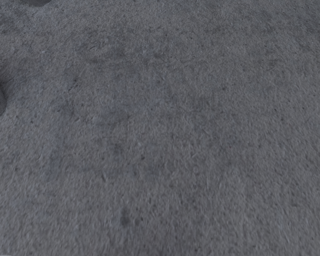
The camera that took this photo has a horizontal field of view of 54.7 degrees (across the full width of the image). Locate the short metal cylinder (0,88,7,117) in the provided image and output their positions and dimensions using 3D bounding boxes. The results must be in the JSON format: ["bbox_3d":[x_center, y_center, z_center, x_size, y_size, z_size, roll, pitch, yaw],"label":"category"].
[{"bbox_3d":[-0.259,-0.042,0.419,0.081,0.050,0.080,0,50,0],"label":"short metal cylinder"}]

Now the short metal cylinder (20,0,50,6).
[{"bbox_3d":[-0.253,-0.286,0.604,0.050,0.080,0.080,25,54,19],"label":"short metal cylinder"}]
